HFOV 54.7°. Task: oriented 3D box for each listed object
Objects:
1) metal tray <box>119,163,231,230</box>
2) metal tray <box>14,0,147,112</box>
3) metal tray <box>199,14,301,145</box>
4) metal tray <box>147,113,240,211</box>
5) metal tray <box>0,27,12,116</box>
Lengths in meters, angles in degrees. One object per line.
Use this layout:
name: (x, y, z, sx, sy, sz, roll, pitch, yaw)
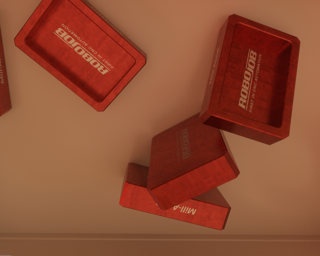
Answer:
metal tray: (0.016, 0.086, 0.406, 0.131, 0.090, 0.030, 15, 97, -6)
metal tray: (-0.092, -0.094, 0.373, 0.130, 0.030, 0.090, 40, 105, -14)
metal tray: (0.103, -0.056, 0.349, 0.091, 0.030, 0.130, 18, 70, -7)
metal tray: (0.034, 0.030, 0.364, 0.090, 0.130, 0.030, -28, 110, 12)
metal tray: (-0.241, -0.079, 0.377, 0.091, 0.030, 0.129, 1, 110, -1)
